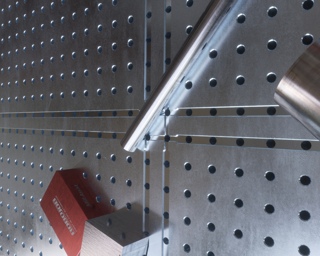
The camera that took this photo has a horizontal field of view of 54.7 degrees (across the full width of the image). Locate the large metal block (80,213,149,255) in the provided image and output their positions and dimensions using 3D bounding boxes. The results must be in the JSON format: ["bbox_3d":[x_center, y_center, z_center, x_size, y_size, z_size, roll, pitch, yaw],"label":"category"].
[{"bbox_3d":[-0.069,0.182,0.447,0.080,0.050,0.079,18,101,38],"label":"large metal block"}]

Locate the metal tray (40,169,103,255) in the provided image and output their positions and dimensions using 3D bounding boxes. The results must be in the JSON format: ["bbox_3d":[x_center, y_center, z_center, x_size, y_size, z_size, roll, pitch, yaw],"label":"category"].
[{"bbox_3d":[-0.150,0.145,0.527,0.130,0.030,0.089,47,118,29],"label":"metal tray"}]

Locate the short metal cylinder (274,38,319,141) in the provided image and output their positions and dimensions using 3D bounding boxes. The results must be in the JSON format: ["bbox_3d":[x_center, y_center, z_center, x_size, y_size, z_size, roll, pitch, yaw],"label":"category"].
[{"bbox_3d":[0.143,-0.034,0.255,0.050,0.081,0.080,50,119,28],"label":"short metal cylinder"}]

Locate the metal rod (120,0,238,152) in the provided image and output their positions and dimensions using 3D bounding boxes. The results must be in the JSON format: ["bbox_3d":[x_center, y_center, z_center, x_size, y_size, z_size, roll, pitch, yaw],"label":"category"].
[{"bbox_3d":[0.031,-0.085,0.381,0.025,0.025,0.298,49,119,28],"label":"metal rod"}]
